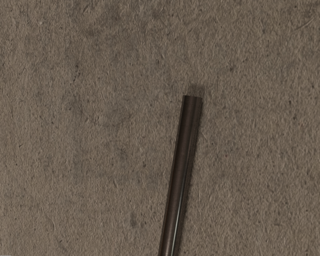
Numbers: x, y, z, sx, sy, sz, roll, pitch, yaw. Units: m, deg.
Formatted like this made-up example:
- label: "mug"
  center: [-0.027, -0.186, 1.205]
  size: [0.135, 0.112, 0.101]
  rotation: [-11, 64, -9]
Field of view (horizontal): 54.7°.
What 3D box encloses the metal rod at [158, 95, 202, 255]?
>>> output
- label: "metal rod"
  center: [0.019, 0.107, 0.401]
  size: [0.025, 0.025, 0.298]
  rotation: [10, 93, 19]
